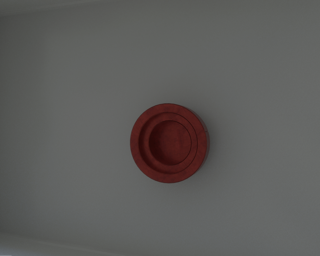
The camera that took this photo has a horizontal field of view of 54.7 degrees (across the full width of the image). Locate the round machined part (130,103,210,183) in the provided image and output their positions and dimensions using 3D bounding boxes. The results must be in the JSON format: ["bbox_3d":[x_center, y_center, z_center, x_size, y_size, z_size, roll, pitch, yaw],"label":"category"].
[{"bbox_3d":[0.015,0.018,0.395,0.098,0.042,0.097,0,90,19],"label":"round machined part"}]
